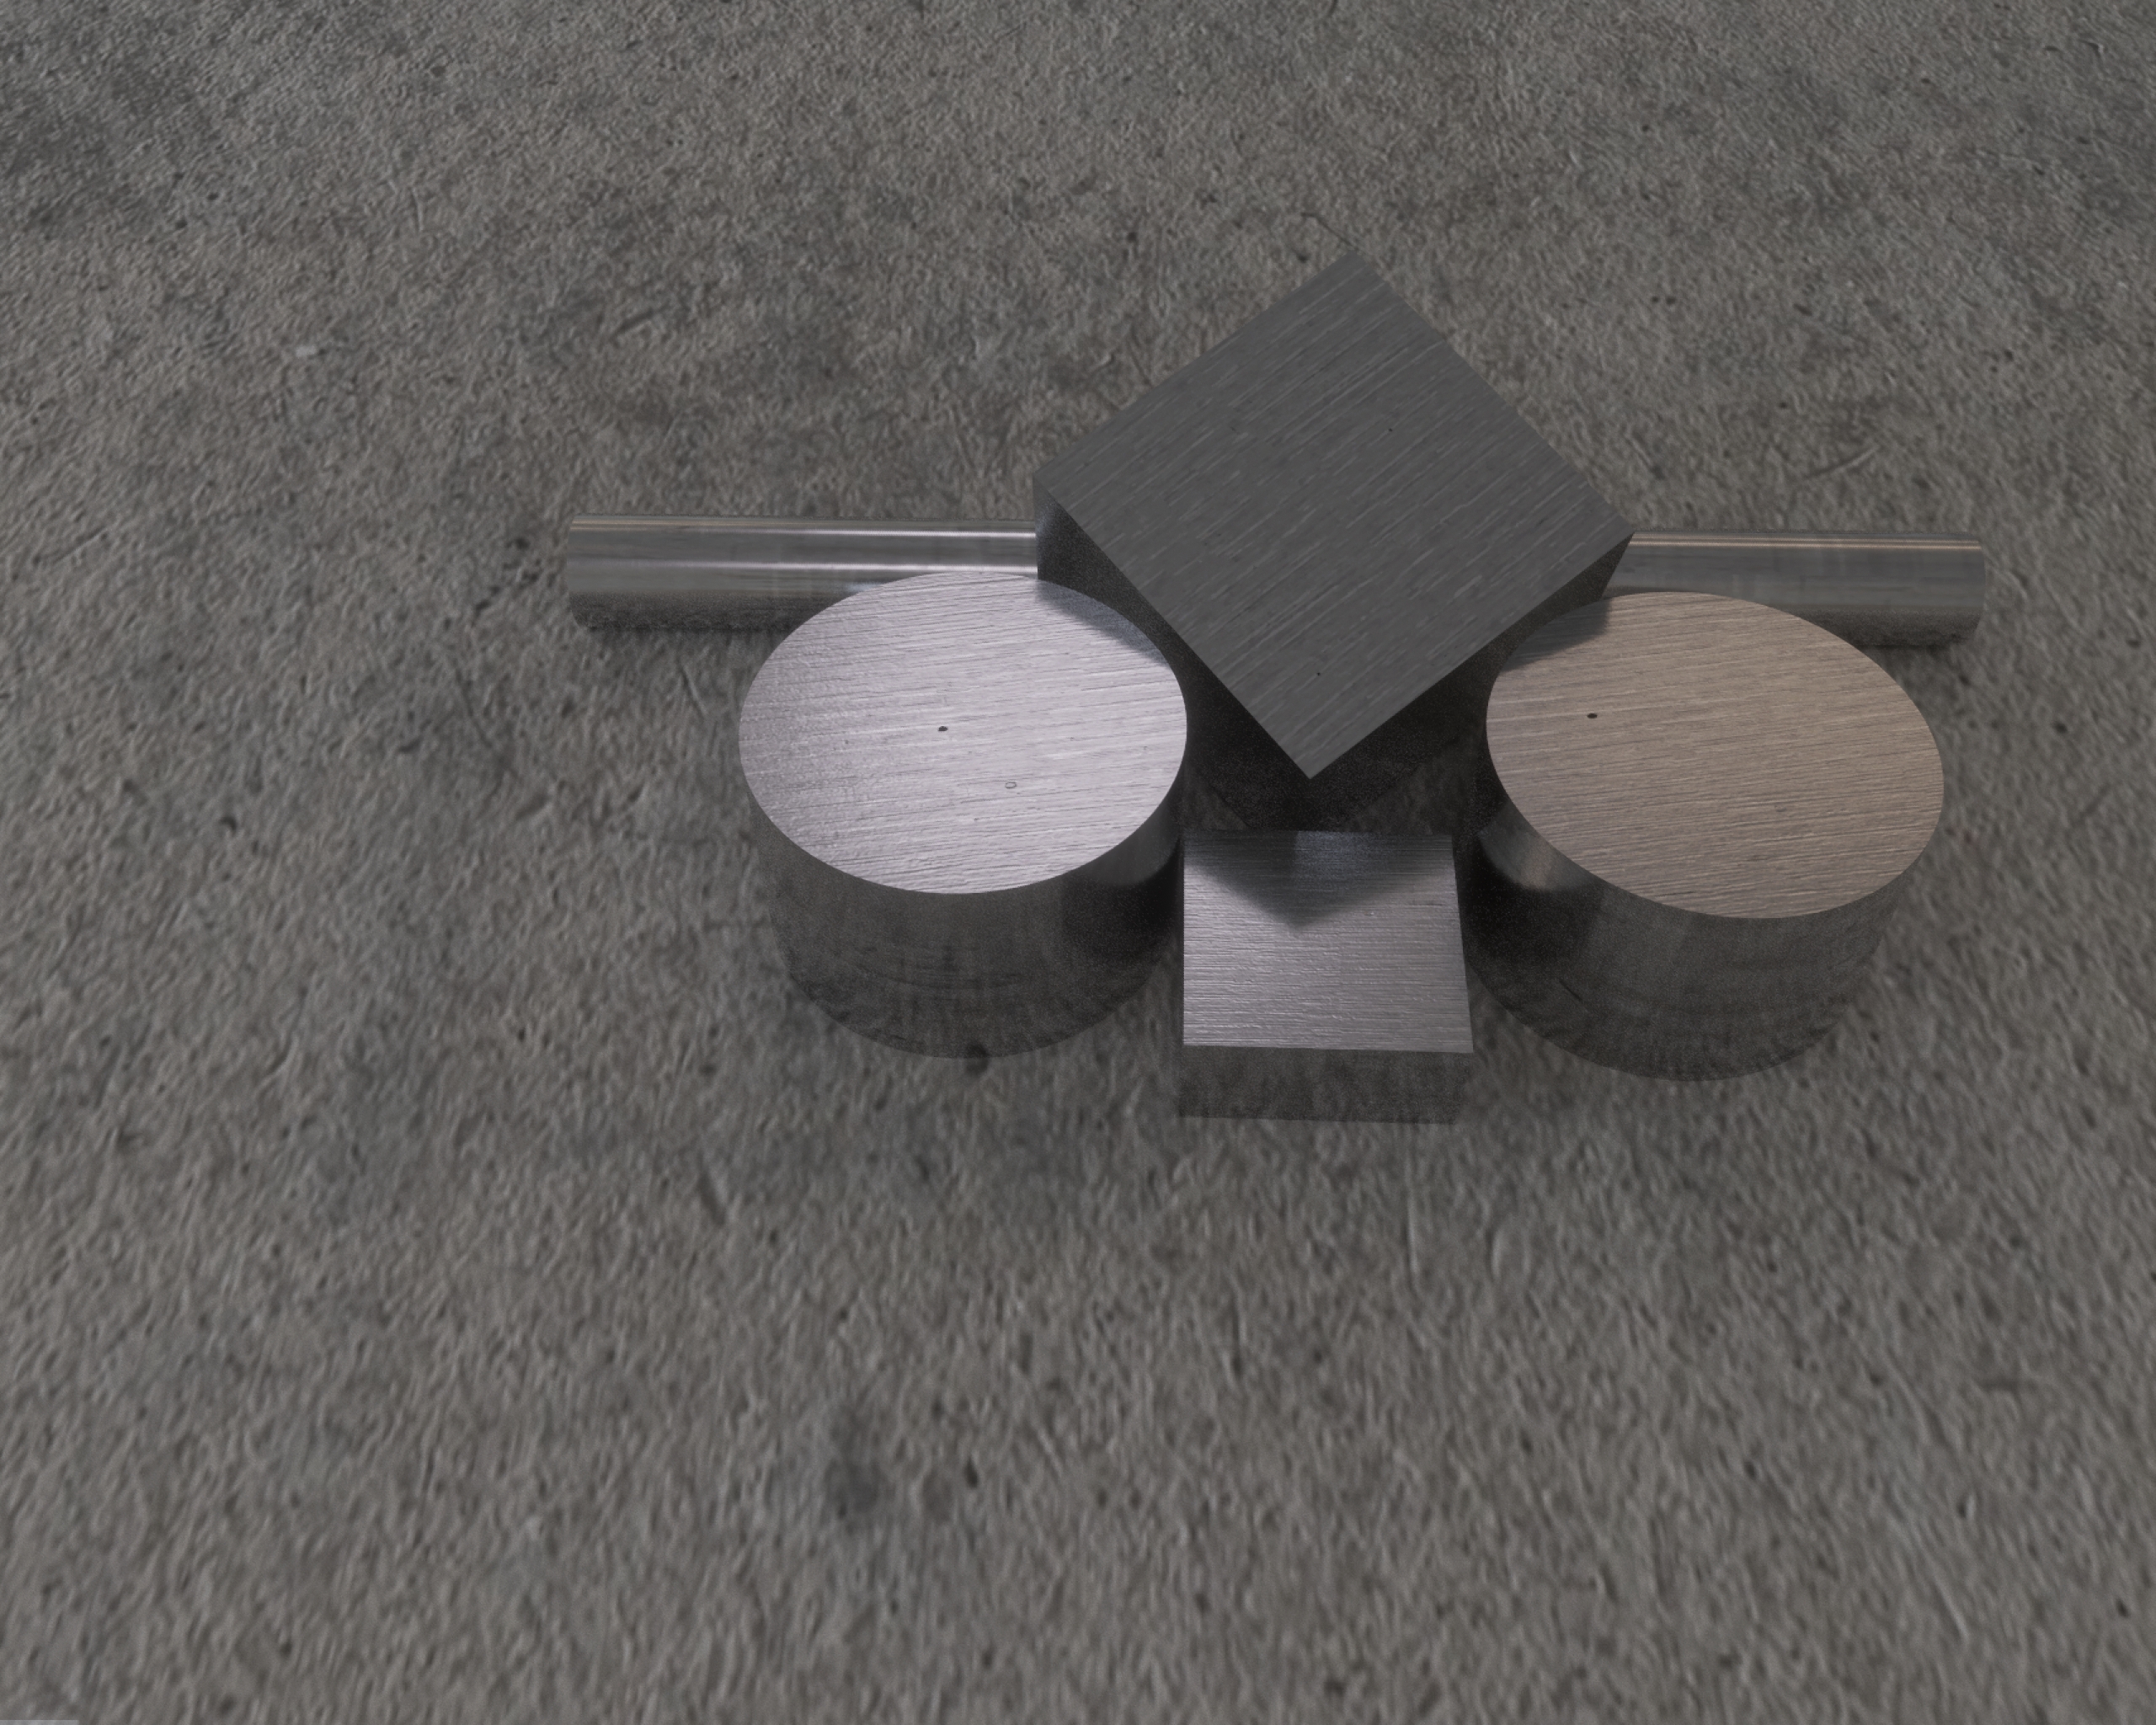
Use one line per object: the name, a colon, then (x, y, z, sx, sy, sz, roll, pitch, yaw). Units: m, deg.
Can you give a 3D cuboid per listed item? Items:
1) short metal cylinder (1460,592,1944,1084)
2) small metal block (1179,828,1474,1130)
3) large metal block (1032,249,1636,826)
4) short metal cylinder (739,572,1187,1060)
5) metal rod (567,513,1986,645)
short metal cylinder: (0.114, -0.005, 0.393, 0.081, 0.050, 0.080, 0, 50, 0)
small metal block: (0.044, 0.021, 0.388, 0.050, 0.025, 0.050, 2, 50, 1)
large metal block: (0.048, -0.060, 0.416, 0.080, 0.050, 0.080, -37, 75, -12)
short metal cylinder: (-0.021, -0.010, 0.395, 0.081, 0.050, 0.080, 0, 50, 0)
metal rod: (0.042, -0.062, 0.456, 0.302, 0.025, 0.025, 1, 50, 0)
